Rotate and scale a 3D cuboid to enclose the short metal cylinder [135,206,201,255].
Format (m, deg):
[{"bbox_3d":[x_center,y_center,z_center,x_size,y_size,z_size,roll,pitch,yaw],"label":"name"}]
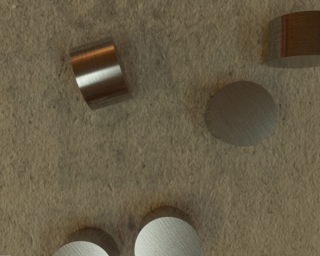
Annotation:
[{"bbox_3d":[0.010,0.147,0.398,0.081,0.050,0.079,0,90,-1],"label":"short metal cylinder"}]

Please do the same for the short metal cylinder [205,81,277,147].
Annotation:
[{"bbox_3d":[0.101,-0.017,0.399,0.081,0.050,0.079,0,90,-1],"label":"short metal cylinder"}]

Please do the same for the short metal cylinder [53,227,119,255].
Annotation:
[{"bbox_3d":[-0.095,0.175,0.396,0.081,0.050,0.079,0,90,-1],"label":"short metal cylinder"}]

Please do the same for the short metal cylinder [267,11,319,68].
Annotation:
[{"bbox_3d":[0.176,-0.106,0.385,0.081,0.080,0.050,1,90,-1],"label":"short metal cylinder"}]

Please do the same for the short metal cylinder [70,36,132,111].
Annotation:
[{"bbox_3d":[-0.071,-0.067,0.382,0.050,0.080,0.080,-17,90,0],"label":"short metal cylinder"}]
